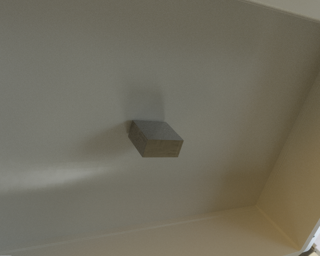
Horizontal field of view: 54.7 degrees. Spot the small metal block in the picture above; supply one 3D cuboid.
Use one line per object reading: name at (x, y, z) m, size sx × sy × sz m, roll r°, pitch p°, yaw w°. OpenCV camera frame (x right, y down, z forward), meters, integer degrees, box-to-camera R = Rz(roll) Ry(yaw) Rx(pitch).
small metal block at (-0.006, 0.013, 0.394) m, size 0.050 × 0.050 × 0.025 m, roll 3°, pitch 117°, yaw -30°
